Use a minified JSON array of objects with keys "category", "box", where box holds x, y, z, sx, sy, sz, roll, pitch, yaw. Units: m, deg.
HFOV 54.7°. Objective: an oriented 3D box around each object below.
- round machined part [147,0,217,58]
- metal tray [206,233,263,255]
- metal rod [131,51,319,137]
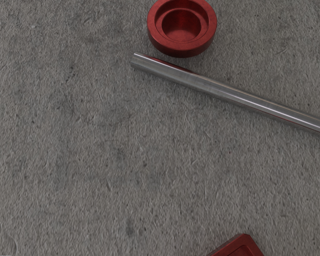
[{"category":"round machined part","box":[0.031,-0.143,0.452,0.099,0.042,0.098,0,70,0]},{"category":"metal tray","box":[0.066,0.188,0.337,0.131,0.030,0.090,-30,73,-11]},{"category":"metal rod","box":[0.103,-0.044,0.425,0.301,0.025,0.025,21,72,7]}]
